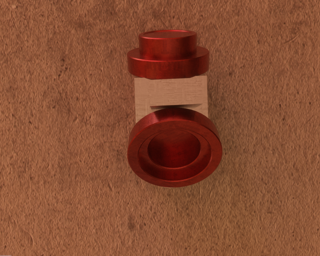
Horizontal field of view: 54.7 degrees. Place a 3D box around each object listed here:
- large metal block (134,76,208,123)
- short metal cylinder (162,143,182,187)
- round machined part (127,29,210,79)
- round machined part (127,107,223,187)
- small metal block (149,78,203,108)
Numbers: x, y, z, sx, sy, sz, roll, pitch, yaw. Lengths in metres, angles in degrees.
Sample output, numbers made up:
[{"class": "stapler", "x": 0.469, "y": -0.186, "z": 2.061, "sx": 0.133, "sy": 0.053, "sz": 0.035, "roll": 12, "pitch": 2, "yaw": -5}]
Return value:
[{"class": "large metal block", "x": 0.012, "y": -0.032, "z": 0.383, "sx": 0.081, "sy": 0.080, "sz": 0.050, "roll": -2, "pitch": 90, "yaw": -1}, {"class": "short metal cylinder", "x": 0.013, "y": 0.033, "z": 0.400, "sx": 0.081, "sy": 0.050, "sz": 0.079, "roll": 0, "pitch": 90, "yaw": -1}, {"class": "round machined part", "x": 0.010, "y": -0.092, "z": 0.371, "sx": 0.099, "sy": 0.098, "sz": 0.042, "roll": -2, "pitch": 115, "yaw": -1}, {"class": "round machined part", "x": 0.015, "y": 0.017, "z": 0.337, "sx": 0.099, "sy": 0.042, "sz": 0.097, "roll": -1, "pitch": 129, "yaw": -1}, {"class": "small metal block", "x": 0.015, "y": -0.034, "z": 0.318, "sx": 0.050, "sy": 0.050, "sz": 0.025, "roll": -3, "pitch": 90, "yaw": 0}]
